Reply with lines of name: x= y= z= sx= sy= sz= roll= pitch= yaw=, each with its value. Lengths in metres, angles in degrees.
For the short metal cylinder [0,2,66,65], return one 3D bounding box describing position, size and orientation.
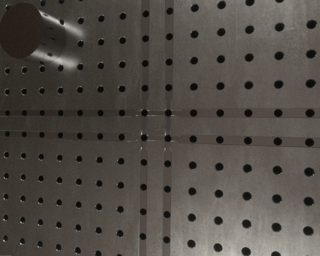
short metal cylinder: x=-0.190 y=-0.139 z=0.465 sx=0.080 sy=0.050 sz=0.079 roll=0 pitch=90 yaw=19
